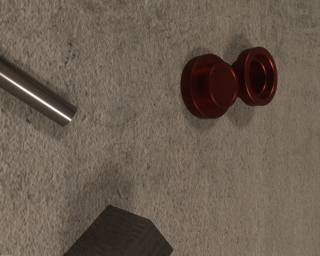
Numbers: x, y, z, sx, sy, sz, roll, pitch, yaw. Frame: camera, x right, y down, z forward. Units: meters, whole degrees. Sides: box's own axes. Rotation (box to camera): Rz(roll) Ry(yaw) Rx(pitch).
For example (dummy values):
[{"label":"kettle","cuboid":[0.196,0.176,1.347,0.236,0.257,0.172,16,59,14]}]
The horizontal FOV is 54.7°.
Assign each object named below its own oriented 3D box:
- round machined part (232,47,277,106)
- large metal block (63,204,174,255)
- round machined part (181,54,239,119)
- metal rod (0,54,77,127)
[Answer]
[{"label":"round machined part","cuboid":[0.155,-0.086,0.527,0.099,0.042,0.097,0,90,-40]},{"label":"large metal block","cuboid":[-0.047,0.137,0.332,0.080,0.080,0.050,-47,119,-30]},{"label":"round machined part","cuboid":[0.081,-0.062,0.464,0.099,0.042,0.097,0,90,-40]},{"label":"metal rod","cuboid":[-0.194,-0.090,0.242,0.301,0.025,0.025,39,66,-34]}]
